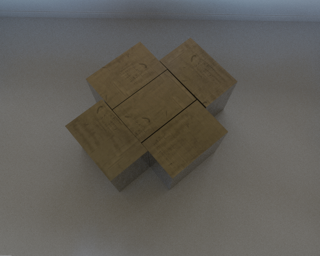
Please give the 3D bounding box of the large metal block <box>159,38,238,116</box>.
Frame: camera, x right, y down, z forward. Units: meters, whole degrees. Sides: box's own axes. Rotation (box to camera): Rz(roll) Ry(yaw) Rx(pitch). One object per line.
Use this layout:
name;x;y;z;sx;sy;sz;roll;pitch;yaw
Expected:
large metal block;0.044;-0.054;0.400;0.050;0.080;0.080;-39;75;-13

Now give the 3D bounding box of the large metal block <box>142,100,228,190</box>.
large metal block;0.027;0.024;0.372;0.080;0.080;0.050;-38;75;-13

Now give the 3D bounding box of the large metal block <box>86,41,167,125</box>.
large metal block;-0.039;-0.049;0.397;0.080;0.080;0.050;-38;75;-13

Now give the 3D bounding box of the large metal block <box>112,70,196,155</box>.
large metal block;-0.006;-0.013;0.384;0.080;0.080;0.050;-38;75;-13

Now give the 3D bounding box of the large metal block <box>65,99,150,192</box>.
large metal block;-0.058;0.024;0.370;0.050;0.080;0.080;-39;75;-13
